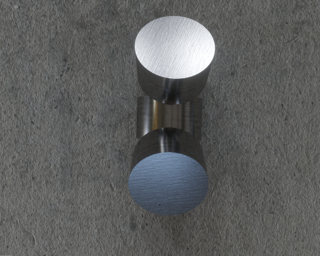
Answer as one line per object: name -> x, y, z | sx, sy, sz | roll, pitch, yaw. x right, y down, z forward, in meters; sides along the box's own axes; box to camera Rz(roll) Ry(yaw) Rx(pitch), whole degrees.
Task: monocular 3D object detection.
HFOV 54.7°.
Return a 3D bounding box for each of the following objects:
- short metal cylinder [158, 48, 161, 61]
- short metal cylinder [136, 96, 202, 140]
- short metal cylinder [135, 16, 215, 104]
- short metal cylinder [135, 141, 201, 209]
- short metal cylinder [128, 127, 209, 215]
short metal cylinder -> 0.012, -0.077, 0.399 | 0.081, 0.050, 0.080 | 0, 90, 0
short metal cylinder -> 0.012, -0.011, 0.384 | 0.081, 0.080, 0.050 | 2, 90, 0
short metal cylinder -> 0.015, -0.072, 0.334 | 0.081, 0.050, 0.080 | 1, 65, -1
short metal cylinder -> 0.010, 0.058, 0.399 | 0.081, 0.050, 0.080 | 0, 90, 0
short metal cylinder -> 0.009, 0.046, 0.332 | 0.080, 0.050, 0.079 | 0, 118, 1
